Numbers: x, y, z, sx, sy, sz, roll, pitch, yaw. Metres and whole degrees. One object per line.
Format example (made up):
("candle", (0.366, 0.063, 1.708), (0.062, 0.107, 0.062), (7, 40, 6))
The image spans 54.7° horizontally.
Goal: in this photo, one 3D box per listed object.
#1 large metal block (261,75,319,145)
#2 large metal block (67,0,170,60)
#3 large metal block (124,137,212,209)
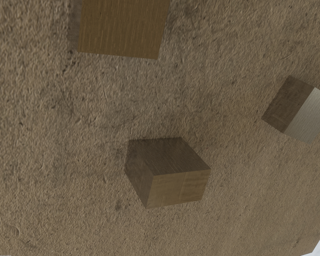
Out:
("large metal block", (0.224, -0.028, 0.496), (0.081, 0.050, 0.080), (17, 109, -35))
("large metal block", (-0.040, -0.115, 0.297), (0.081, 0.050, 0.079), (-1, 119, -28))
("large metal block", (0.007, 0.055, 0.409), (0.081, 0.080, 0.050), (-2, 119, -28))
